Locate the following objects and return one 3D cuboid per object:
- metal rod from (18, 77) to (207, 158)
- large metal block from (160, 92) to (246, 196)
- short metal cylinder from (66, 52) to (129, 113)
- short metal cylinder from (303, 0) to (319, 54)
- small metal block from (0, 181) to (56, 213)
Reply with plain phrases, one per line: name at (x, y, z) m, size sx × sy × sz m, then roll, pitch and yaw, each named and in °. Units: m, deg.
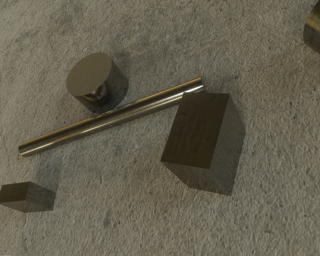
metal rod at (-0.079, -0.010, 0.449) m, size 0.301 × 0.025 × 0.025 m, roll -18°, pitch 55°, yaw 17°
large metal block at (0.051, 0.018, 0.330) m, size 0.050 × 0.080 × 0.080 m, roll 6°, pitch 65°, yaw 30°
short metal cylinder at (-0.096, -0.069, 0.479) m, size 0.080 × 0.050 × 0.080 m, roll -13°, pitch 56°, yaw 20°
short metal cylinder at (0.204, -0.109, 0.329) m, size 0.080 × 0.080 × 0.050 m, roll -36°, pitch 52°, yaw 4°
small metal block at (-0.181, 0.095, 0.422) m, size 0.050 × 0.050 × 0.025 m, roll -10°, pitch 58°, yaw 22°
